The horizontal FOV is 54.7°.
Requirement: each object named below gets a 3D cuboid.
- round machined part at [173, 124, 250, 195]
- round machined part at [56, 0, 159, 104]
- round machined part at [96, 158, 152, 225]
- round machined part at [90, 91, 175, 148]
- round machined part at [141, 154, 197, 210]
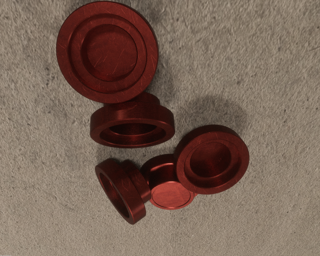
[{"bbox_3d":[0.066,0.039,0.419,0.099,0.042,0.097,-4,117,-7],"label":"round machined part"},{"bbox_3d":[-0.050,-0.077,0.317,0.099,0.042,0.097,0,111,1],"label":"round machined part"},{"bbox_3d":[-0.049,0.085,0.444,0.042,0.098,0.097,-32,135,-24],"label":"round machined part"},{"bbox_3d":[-0.033,-0.011,0.370,0.099,0.042,0.098,-4,158,-1],"label":"round machined part"},{"bbox_3d":[0.017,0.088,0.472,0.099,0.042,0.097,-1,130,0],"label":"round machined part"}]
